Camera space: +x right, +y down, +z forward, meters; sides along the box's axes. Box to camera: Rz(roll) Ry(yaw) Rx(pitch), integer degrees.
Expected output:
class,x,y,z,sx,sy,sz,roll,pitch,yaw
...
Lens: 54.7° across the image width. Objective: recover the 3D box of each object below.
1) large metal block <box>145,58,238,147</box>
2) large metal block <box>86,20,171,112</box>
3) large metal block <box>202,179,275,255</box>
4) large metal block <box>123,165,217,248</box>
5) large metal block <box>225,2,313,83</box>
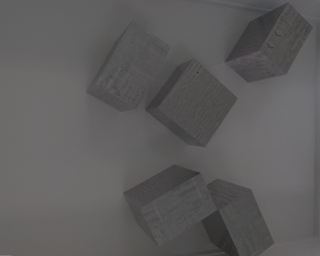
class,x,y,z,sx,sy,sz,roll,pitch,yaw
large metal block,0.041,-0.032,0.412,0.080,0.050,0.080,39,78,-16
large metal block,-0.040,-0.068,0.366,0.050,0.080,0.080,31,80,-18
large metal block,0.094,0.121,0.416,0.050,0.080,0.080,-28,100,-18
large metal block,0.009,0.091,0.385,0.081,0.080,0.050,-27,99,-18
large metal block,0.150,-0.116,0.436,0.050,0.080,0.080,36,79,-17
